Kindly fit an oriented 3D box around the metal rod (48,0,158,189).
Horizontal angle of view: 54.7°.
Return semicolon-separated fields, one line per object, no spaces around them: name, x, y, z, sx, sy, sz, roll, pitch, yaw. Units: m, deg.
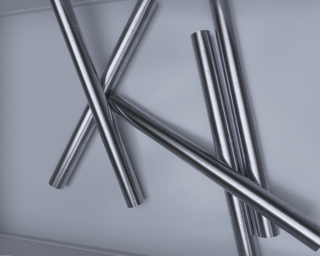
metal rod;-0.085;-0.045;0.440;0.025;0.025;0.299;32;100;17

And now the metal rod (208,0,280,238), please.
metal rod;0.100;-0.021;0.375;0.025;0.025;0.298;-12;86;19

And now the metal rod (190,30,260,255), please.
metal rod;0.081;0.027;0.381;0.025;0.025;0.298;-13;86;19

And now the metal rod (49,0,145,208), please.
metal rod;-0.084;-0.037;0.414;0.025;0.025;0.299;-19;93;19

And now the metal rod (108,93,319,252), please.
metal rod;0.047;0.038;0.371;0.300;0.025;0.025;33;101;25
